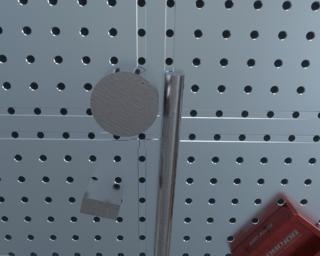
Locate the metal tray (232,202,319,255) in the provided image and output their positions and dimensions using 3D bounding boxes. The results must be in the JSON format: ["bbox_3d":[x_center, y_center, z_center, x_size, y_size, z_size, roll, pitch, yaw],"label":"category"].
[{"bbox_3d":[0.189,0.189,0.482,0.090,0.030,0.130,37,106,-13],"label":"metal tray"}]

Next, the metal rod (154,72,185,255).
[{"bbox_3d":[0.011,0.071,0.439,0.025,0.025,0.298,3,110,-2],"label":"metal rod"}]

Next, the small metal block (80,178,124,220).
[{"bbox_3d":[-0.080,0.099,0.436,0.050,0.050,0.025,14,110,-6],"label":"small metal block"}]

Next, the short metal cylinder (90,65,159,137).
[{"bbox_3d":[-0.042,-0.035,0.387,0.081,0.050,0.079,0,110,-1],"label":"short metal cylinder"}]
